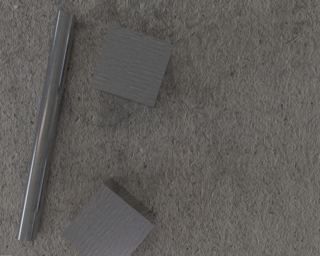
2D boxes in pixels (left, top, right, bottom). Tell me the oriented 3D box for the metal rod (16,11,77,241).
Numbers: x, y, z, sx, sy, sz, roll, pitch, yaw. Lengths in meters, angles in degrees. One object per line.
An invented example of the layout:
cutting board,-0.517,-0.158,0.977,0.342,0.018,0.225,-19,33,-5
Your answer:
metal rod,-0.149,-0.003,0.408,0.025,0.025,0.298,10,90,0

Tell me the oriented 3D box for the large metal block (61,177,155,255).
large metal block,-0.063,0.123,0.397,0.080,0.050,0.080,40,90,0

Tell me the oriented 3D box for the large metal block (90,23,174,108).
large metal block,-0.034,-0.076,0.397,0.080,0.050,0.080,18,90,0
